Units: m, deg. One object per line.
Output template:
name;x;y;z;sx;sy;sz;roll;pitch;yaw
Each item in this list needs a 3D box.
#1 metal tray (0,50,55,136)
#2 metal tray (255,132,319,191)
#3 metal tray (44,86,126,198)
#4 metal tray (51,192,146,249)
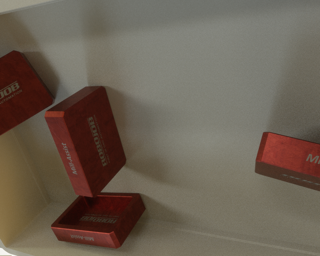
metal tray;-0.234;-0.041;0.449;0.130;0.030;0.090;-33;104;-6
metal tray;0.165;0.044;0.310;0.130;0.030;0.090;15;169;19
metal tray;-0.096;0.018;0.425;0.030;0.090;0.129;2;119;27
metal tray;-0.100;0.146;0.507;0.130;0.090;0.030;-6;116;30
